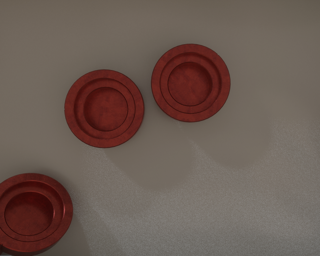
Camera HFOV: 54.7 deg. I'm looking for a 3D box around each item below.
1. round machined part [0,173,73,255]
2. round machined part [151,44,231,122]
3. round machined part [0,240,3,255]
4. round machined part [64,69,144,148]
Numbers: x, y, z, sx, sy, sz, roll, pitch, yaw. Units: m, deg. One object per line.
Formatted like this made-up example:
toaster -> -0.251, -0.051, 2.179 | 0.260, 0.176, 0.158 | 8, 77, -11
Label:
round machined part -> -0.163, 0.109, 0.384 | 0.098, 0.098, 0.042 | 39, 133, 0
round machined part -> 0.038, -0.056, 0.403 | 0.099, 0.042, 0.097 | 0, 90, 0
round machined part -> -0.241, 0.137, 0.383 | 0.098, 0.098, 0.042 | 21, 129, 0
round machined part -> -0.069, -0.024, 0.402 | 0.099, 0.042, 0.097 | 0, 90, 0
